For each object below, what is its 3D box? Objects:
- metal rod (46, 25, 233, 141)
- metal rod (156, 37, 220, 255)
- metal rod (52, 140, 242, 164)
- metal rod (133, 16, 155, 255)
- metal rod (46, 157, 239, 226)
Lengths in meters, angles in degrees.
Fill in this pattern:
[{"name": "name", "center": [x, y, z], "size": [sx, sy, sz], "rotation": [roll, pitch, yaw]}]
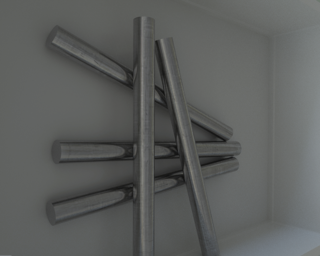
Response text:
[{"name": "metal rod", "center": [-0.001, -0.042, 0.405], "size": [0.301, 0.025, 0.025], "rotation": [25, 74, -37]}, {"name": "metal rod", "center": [0.037, 0.035, 0.405], "size": [0.025, 0.025, 0.298], "rotation": [-23, 105, -38]}, {"name": "metal rod", "center": [0.009, 0.029, 0.414], "size": [0.302, 0.025, 0.025], "rotation": [2, 89, -40]}, {"name": "metal rod", "center": [-0.019, 0.025, 0.357], "size": [0.025, 0.025, 0.298], "rotation": [0, 90, -40]}, {"name": "metal rod", "center": [0.004, 0.073, 0.411], "size": [0.302, 0.025, 0.025], "rotation": [-7, 95, -40]}]
